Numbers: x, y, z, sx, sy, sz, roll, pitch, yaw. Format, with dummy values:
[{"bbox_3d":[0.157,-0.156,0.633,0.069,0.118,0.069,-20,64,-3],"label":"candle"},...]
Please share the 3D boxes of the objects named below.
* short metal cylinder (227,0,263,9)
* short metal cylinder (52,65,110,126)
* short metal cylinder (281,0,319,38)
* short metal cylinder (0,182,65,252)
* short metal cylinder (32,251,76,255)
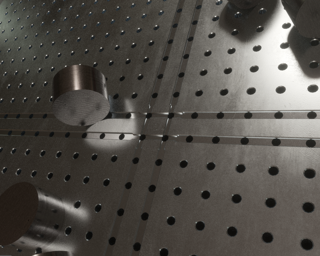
[{"bbox_3d":[0.120,-0.220,0.444,0.080,0.080,0.050,-38,51,3],"label":"short metal cylinder"},{"bbox_3d":[-0.118,-0.047,0.462,0.080,0.080,0.050,-24,53,13],"label":"short metal cylinder"},{"bbox_3d":[0.193,-0.155,0.367,0.080,0.080,0.050,-20,54,16],"label":"short metal cylinder"},{"bbox_3d":[-0.175,0.118,0.410,0.080,0.050,0.080,-13,56,20],"label":"short metal cylinder"},{"bbox_3d":[-0.124,0.175,0.329,0.080,0.080,0.050,-33,52,7],"label":"short metal cylinder"}]
